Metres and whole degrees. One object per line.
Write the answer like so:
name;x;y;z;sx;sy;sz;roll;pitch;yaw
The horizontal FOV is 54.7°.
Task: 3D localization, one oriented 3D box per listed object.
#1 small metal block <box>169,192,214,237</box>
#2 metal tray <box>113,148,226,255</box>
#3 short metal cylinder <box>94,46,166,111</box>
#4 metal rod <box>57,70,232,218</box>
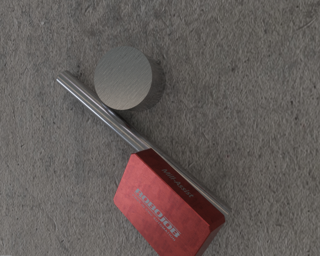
small metal block;0.035;0.110;0.381;0.050;0.025;0.050;-27;95;42
metal tray;0.004;0.098;0.374;0.130;0.030;0.089;41;124;28
short metal cylinder;-0.039;-0.062;0.409;0.080;0.050;0.080;0;90;20
metal rod;-0.031;0.017;0.419;0.300;0.025;0.025;39;102;15
